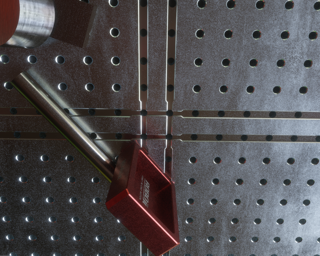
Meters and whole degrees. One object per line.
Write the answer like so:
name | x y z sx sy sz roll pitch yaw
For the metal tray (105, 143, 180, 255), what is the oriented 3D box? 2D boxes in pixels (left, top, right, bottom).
metal tray | -0.018 0.082 0.387 0.030 0.130 0.090 -37 106 13

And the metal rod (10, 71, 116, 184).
metal rod | -0.083 0.045 0.428 0.025 0.025 0.300 -38 106 13

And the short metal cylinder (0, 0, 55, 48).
short metal cylinder | -0.164 -0.128 0.337 0.080 0.050 0.079 5 103 21

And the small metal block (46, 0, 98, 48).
small metal block | -0.107 -0.128 0.365 0.050 0.025 0.050 19 109 -7
